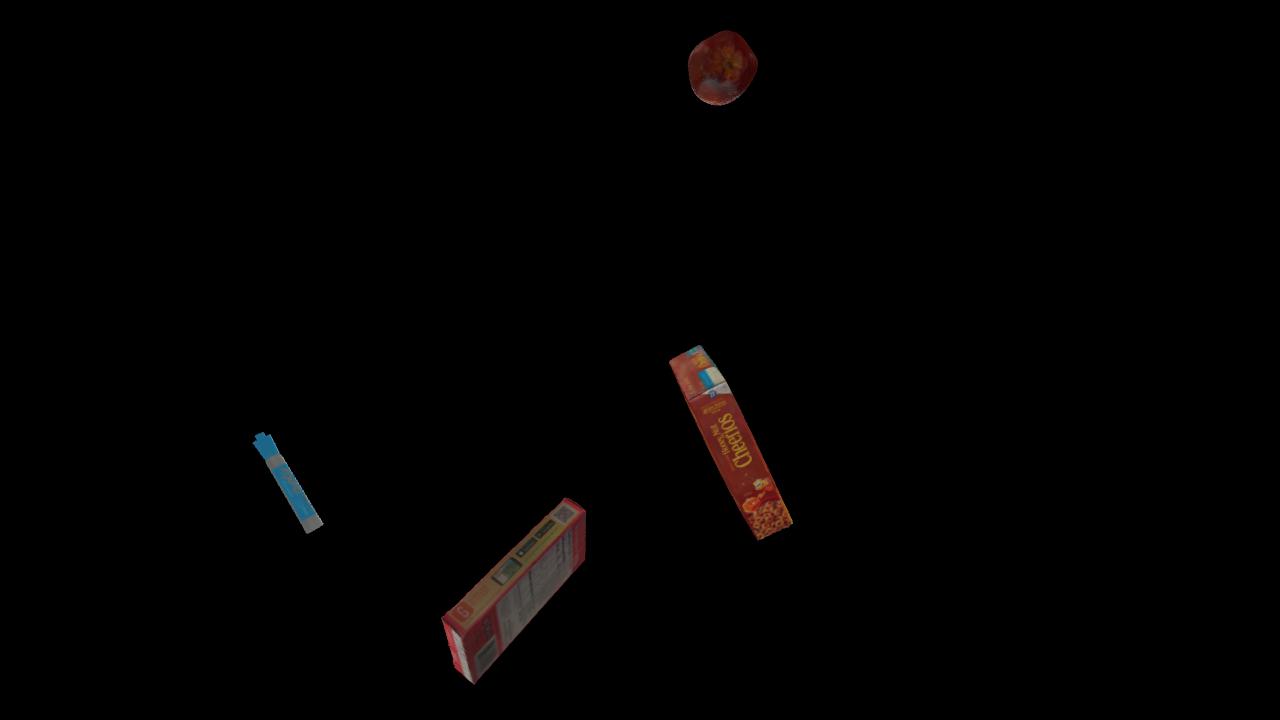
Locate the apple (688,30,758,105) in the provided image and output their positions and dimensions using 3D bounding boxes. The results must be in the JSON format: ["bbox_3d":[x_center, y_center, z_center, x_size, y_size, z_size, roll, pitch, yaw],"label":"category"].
[{"bbox_3d":[0.095,-0.334,0.706,0.079,0.079,0.093,0,15,-3],"label":"apple"}]

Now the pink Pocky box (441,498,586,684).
[{"bbox_3d":[-0.106,0.203,0.554,0.029,0.084,0.155,26,44,24],"label":"pink Pocky box"}]

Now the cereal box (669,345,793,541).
[{"bbox_3d":[0.159,0.141,1.105,0.081,0.306,0.203,-26,18,2],"label":"cereal box"}]

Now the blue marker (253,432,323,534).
[{"bbox_3d":[-0.386,0.133,0.672,0.020,0.121,0.020,-28,4,2],"label":"blue marker"}]
